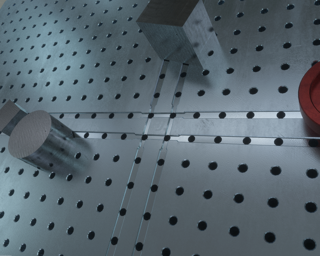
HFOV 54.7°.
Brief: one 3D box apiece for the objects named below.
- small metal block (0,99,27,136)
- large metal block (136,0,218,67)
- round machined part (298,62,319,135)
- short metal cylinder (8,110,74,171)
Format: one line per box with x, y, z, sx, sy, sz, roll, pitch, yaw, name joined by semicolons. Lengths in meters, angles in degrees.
-0.270;-0.018;0.561;0.050;0.025;0.050;31;79;38;small metal block
0.026;-0.139;0.444;0.080;0.080;0.050;20;73;35;large metal block
0.194;-0.027;0.312;0.098;0.042;0.098;-13;56;21;round machined part
-0.182;0.019;0.476;0.080;0.050;0.080;-13;56;21;short metal cylinder
